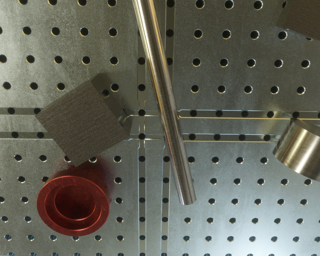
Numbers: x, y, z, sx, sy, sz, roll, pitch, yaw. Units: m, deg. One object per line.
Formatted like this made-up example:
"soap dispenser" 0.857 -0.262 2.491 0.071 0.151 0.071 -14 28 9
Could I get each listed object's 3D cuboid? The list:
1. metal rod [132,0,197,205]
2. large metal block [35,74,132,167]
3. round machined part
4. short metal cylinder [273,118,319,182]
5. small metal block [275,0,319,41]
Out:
"metal rod" 0.008 -0.031 0.401 0.025 0.025 0.298 -12 110 4
"large metal block" -0.093 -0.010 0.395 0.080 0.050 0.080 -30 108 10
"round machined part" -0.118 0.101 0.440 0.099 0.042 0.097 0 110 -1
"short metal cylinder" 0.195 0.027 0.397 0.080 0.080 0.050 19 109 -7
"small metal block" 0.174 -0.136 0.366 0.050 0.025 0.050 17 109 -7
